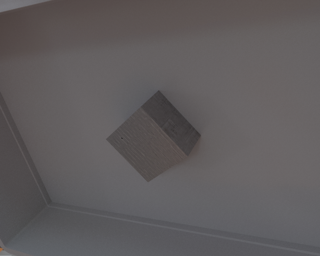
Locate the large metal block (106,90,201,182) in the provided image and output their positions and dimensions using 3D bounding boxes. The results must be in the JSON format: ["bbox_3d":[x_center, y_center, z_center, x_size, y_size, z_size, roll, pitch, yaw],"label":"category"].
[{"bbox_3d":[-0.009,0.012,0.403,0.080,0.050,0.080,47,129,-5],"label":"large metal block"}]
